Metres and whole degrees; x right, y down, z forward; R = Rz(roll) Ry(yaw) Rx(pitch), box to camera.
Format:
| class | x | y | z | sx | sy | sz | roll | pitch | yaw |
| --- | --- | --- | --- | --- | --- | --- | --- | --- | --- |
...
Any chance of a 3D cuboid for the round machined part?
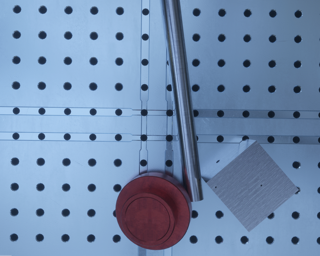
| class | x | y | z | sx | sy | sz | roll | pitch | yaw |
| --- | --- | --- | --- | --- | --- | --- | --- | --- | --- |
| round machined part | -0.011 | 0.109 | 0.394 | 0.098 | 0.042 | 0.097 | 1 | 95 | 13 |

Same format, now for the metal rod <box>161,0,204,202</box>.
| class | x | y | z | sx | sy | sz | roll | pitch | yaw |
| --- | --- | --- | --- | --- | --- | --- | --- | --- | --- |
| metal rod | 0.028 | -0.053 | 0.413 | 0.025 | 0.025 | 0.298 | -7 | 90 | 0 |

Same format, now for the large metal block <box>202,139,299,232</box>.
| class | x | y | z | sx | sy | sz | roll | pitch | yaw |
| --- | --- | --- | --- | --- | --- | --- | --- | --- | --- |
| large metal block | 0.113 | 0.071 | 0.402 | 0.080 | 0.050 | 0.080 | -41 | 90 | 0 |
